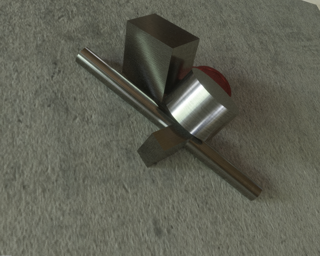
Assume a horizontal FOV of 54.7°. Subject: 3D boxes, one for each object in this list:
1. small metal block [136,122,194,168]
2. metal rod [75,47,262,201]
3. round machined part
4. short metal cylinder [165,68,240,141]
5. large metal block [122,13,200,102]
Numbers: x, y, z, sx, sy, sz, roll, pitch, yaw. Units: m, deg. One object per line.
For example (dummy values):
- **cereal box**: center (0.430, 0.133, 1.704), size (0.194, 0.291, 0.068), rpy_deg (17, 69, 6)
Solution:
- **small metal block**: center (0.006, 0.020, 0.383), size (0.050, 0.050, 0.025), rpy_deg (-23, 74, -37)
- **metal rod**: center (0.014, -0.004, 0.417), size (0.300, 0.025, 0.025), rpy_deg (39, 51, -3)
- **round machined part**: center (0.067, -0.054, 0.465), size (0.099, 0.042, 0.098), rpy_deg (14, 56, -21)
- **short metal cylinder**: center (0.053, -0.030, 0.390), size (0.080, 0.050, 0.080), rpy_deg (36, 24, -19)
- **large metal block**: center (-0.002, -0.095, 0.415), size (0.080, 0.079, 0.050), rpy_deg (38, 48, 26)
